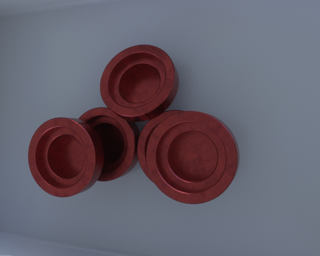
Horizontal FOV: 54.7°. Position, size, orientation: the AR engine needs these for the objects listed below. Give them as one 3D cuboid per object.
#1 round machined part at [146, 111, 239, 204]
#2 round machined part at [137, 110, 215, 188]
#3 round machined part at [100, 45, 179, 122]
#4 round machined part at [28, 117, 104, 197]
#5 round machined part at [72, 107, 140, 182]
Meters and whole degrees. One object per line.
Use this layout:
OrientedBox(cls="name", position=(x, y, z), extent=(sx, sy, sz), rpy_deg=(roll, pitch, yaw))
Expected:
OrientedBox(cls="round machined part", position=(0.038, 0.031, 0.342), extent=(0.098, 0.042, 0.097), rpy_deg=(0, 90, 20))
OrientedBox(cls="round machined part", position=(0.025, 0.027, 0.392), extent=(0.098, 0.042, 0.097), rpy_deg=(0, 90, 20))
OrientedBox(cls="round machined part", position=(-0.023, -0.053, 0.397), extent=(0.098, 0.042, 0.098), rpy_deg=(-6, 70, 16))
OrientedBox(cls="round machined part", position=(-0.114, 0.035, 0.396), extent=(0.098, 0.042, 0.097), rpy_deg=(0, 90, 20))
OrientedBox(cls="round machined part", position=(-0.070, 0.021, 0.425), extent=(0.098, 0.042, 0.097), rpy_deg=(0, 90, 20))
